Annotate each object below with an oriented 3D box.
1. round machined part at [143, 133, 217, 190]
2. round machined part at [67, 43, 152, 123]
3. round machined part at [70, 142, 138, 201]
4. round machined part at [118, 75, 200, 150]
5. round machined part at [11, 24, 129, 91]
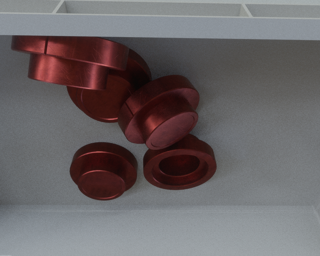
[{"bbox_3d":[0.026,0.043,0.429,0.099,0.042,0.097,-3,138,-2],"label":"round machined part"},{"bbox_3d":[-0.059,-0.044,0.359,0.099,0.042,0.097,-1,131,0],"label":"round machined part"},{"bbox_3d":[-0.083,0.070,0.457,0.099,0.042,0.097,-1,130,0],"label":"round machined part"},{"bbox_3d":[0.005,-0.011,0.358,0.099,0.042,0.098,-26,154,-14],"label":"round machined part"},{"bbox_3d":[-0.080,-0.060,0.278,0.099,0.098,0.042,9,98,-8],"label":"round machined part"}]
